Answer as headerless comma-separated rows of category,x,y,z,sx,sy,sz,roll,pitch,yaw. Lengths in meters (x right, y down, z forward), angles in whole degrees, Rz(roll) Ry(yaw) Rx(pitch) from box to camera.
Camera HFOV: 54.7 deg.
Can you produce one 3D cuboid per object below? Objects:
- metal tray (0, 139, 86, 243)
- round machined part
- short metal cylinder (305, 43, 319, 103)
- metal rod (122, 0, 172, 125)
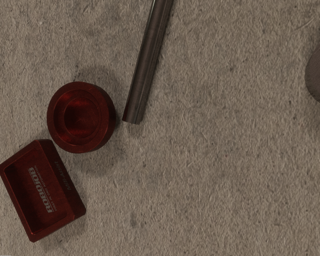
metal tray,-0.180,0.093,0.467,0.090,0.030,0.130,-32,80,16
round machined part,-0.105,-0.014,0.436,0.098,0.042,0.097,0,90,19
short metal cylinder,0.199,-0.061,0.326,0.080,0.050,0.079,0,90,19
metal rod,-0.001,-0.151,0.408,0.025,0.025,0.298,17,95,19
